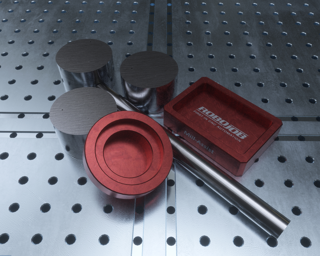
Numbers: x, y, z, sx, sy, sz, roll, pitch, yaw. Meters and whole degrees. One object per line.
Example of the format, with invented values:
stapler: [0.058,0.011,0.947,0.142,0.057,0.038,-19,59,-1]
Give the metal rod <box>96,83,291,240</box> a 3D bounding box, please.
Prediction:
metal rod: [0.020,0.025,0.387,0.300,0.025,0.025,37,59,27]

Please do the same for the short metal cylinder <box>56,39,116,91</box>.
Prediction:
short metal cylinder: [-0.109,-0.090,0.466,0.080,0.050,0.080,0,50,0]

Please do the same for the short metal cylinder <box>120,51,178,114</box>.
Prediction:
short metal cylinder: [-0.015,-0.066,0.446,0.080,0.050,0.080,0,50,0]

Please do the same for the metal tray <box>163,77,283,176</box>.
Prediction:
metal tray: [0.080,-0.008,0.410,0.130,0.030,0.090,36,59,26]

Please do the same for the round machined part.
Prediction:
round machined part: [-0.038,0.032,0.355,0.099,0.042,0.098,8,64,-16]

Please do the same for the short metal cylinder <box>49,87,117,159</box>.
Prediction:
short metal cylinder: [-0.093,-0.007,0.396,0.080,0.050,0.080,0,50,0]
